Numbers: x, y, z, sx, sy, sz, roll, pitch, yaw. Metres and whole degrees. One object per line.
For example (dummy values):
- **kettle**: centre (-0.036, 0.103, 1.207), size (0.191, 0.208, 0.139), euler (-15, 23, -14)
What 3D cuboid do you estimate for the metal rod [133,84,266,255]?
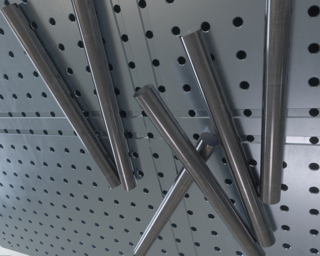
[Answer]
- **metal rod**: centre (0.062, 0.072, 0.396), size (0.025, 0.025, 0.300), euler (-19, 117, 35)

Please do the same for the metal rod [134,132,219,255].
- **metal rod**: centre (0.013, 0.120, 0.479), size (0.025, 0.025, 0.298), euler (31, 129, 8)

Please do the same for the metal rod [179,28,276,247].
- **metal rod**: centre (0.090, 0.027, 0.380), size (0.025, 0.025, 0.299), euler (-11, 113, 33)

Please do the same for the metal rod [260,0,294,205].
- **metal rod**: centre (0.119, -0.042, 0.322), size (0.025, 0.025, 0.298), euler (6, 121, 25)

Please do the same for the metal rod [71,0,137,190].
- **metal rod**: centre (-0.072, -0.039, 0.425), size (0.025, 0.025, 0.298), euler (4, 121, 26)

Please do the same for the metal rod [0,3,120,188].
- **metal rod**: centre (-0.137, -0.036, 0.461), size (0.025, 0.025, 0.299), euler (-16, 110, 34)
